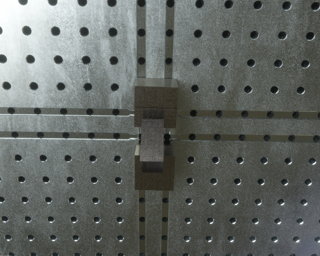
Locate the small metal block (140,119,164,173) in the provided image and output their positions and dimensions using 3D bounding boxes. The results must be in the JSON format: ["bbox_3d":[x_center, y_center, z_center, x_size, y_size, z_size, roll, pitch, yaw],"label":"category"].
[{"bbox_3d":[-0.008,0.022,0.364,0.025,0.050,0.050,1,68,0],"label":"small metal block"}]

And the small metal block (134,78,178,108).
[{"bbox_3d":[-0.005,-0.044,0.383,0.050,0.050,0.025,2,110,-1],"label":"small metal block"}]

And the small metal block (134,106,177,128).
[{"bbox_3d":[-0.006,-0.021,0.392,0.050,0.050,0.025,2,110,-1],"label":"small metal block"}]

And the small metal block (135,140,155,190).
[{"bbox_3d":[-0.020,0.049,0.418,0.025,0.050,0.050,1,110,-1],"label":"small metal block"}]

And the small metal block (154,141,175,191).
[{"bbox_3d":[0.006,0.049,0.417,0.025,0.050,0.050,1,110,-1],"label":"small metal block"}]
